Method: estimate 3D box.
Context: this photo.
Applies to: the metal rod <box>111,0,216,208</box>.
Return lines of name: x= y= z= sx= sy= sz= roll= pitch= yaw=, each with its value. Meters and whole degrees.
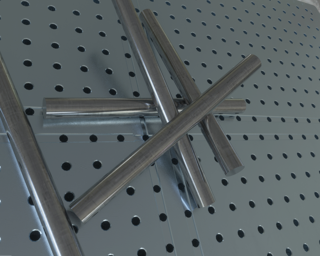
metal rod: x=0.001 y=-0.043 z=0.401 sx=0.025 sy=0.025 sz=0.299 roll=-18 pitch=82 yaw=-35

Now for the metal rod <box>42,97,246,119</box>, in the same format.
metal rod: x=0.000 y=-0.029 z=0.427 sx=0.303 sy=0.025 sz=0.025 roll=-3 pitch=63 yaw=-30

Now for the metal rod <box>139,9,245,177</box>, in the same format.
metal rod: x=0.034 y=-0.067 z=0.441 sx=0.025 sy=0.025 sz=0.299 roll=-6 pitch=56 yaw=-31

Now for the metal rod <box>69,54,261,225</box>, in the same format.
metal rod: x=0.023 y=-0.001 z=0.369 sx=0.301 sy=0.025 sz=0.025 roll=-40 pitch=85 yaw=-23

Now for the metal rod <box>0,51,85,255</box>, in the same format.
metal rod: x=-0.133 y=0.031 z=0.317 sx=0.025 sy=0.025 sz=0.299 roll=-17 pitch=71 yaw=-35
